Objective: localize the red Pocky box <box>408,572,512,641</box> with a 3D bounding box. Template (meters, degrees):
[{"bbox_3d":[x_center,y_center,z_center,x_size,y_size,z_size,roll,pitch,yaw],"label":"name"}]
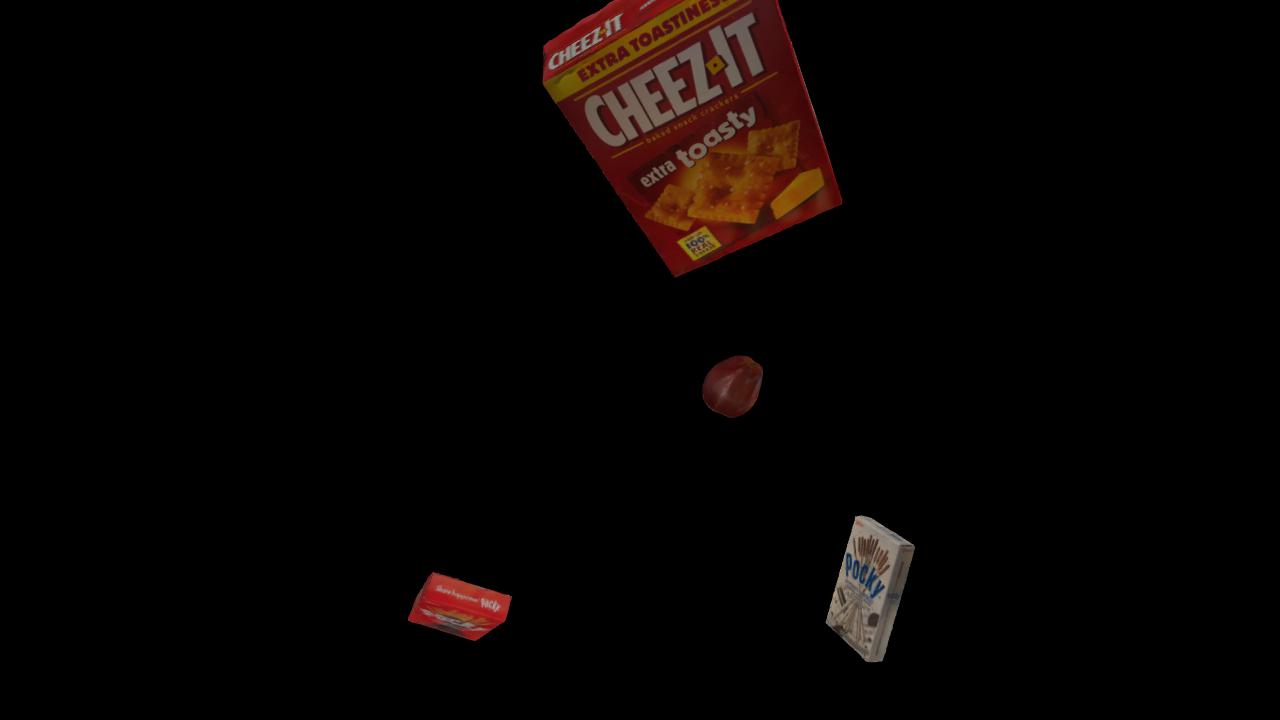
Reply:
[{"bbox_3d":[-0.191,0.260,0.640,0.083,0.028,0.155,23,-36,-12],"label":"red Pocky box"}]

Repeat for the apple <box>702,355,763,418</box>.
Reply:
[{"bbox_3d":[0.132,0.037,0.875,0.079,0.093,0.079,27,25,-14],"label":"apple"}]

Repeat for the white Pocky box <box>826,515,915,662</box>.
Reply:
[{"bbox_3d":[0.286,0.284,0.770,0.028,0.154,0.084,10,8,-22],"label":"white Pocky box"}]

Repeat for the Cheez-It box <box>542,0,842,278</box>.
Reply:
[{"bbox_3d":[0.051,-0.186,0.494,0.166,0.071,0.223,-22,-42,18],"label":"Cheez-It box"}]
